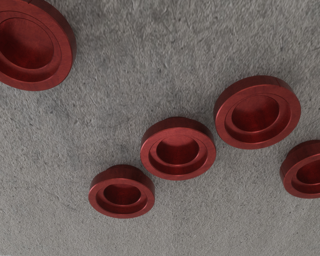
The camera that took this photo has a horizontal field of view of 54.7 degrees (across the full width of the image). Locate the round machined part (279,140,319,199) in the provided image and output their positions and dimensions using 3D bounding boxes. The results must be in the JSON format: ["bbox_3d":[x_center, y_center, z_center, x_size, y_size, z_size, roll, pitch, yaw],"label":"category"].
[{"bbox_3d":[0.222,0.055,0.445,0.099,0.042,0.097,0,130,0],"label":"round machined part"}]

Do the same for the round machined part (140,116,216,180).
[{"bbox_3d":[0.023,0.023,0.416,0.099,0.042,0.097,0,130,0],"label":"round machined part"}]

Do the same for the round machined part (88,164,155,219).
[{"bbox_3d":[-0.057,0.094,0.475,0.099,0.042,0.097,0,130,0],"label":"round machined part"}]

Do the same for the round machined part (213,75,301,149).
[{"bbox_3d":[0.114,-0.023,0.378,0.099,0.042,0.097,0,130,0],"label":"round machined part"}]

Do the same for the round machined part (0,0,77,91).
[{"bbox_3d":[-0.135,-0.090,0.318,0.099,0.042,0.097,0,130,0],"label":"round machined part"}]
